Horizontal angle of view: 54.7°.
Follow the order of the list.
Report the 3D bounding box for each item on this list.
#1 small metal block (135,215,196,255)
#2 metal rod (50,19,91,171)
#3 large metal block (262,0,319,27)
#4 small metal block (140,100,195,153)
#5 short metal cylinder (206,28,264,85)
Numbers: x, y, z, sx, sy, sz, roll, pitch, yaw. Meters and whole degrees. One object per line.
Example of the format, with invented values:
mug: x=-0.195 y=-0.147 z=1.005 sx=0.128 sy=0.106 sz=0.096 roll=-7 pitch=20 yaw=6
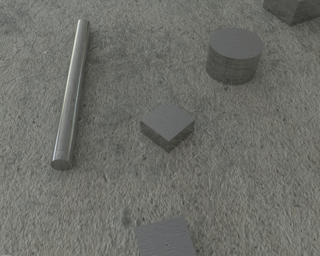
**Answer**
small metal block: x=0.006 y=0.120 z=0.303 sx=0.050 sy=0.025 sz=0.050 roll=-11 pitch=51 yaw=-9
metal rod: x=-0.127 y=-0.071 z=0.461 sx=0.025 sy=0.025 sz=0.300 roll=-3 pitch=50 yaw=-3
large metal block: x=0.261 y=-0.247 z=0.597 sx=0.081 sy=0.050 sz=0.080 roll=-22 pitch=53 yaw=-17
small metal block: x=0.010 y=-0.003 z=0.406 sx=0.050 sy=0.025 sz=0.050 roll=36 pitch=59 yaw=26
short metal cylinder: x=0.114 y=-0.112 z=0.482 sx=0.081 sy=0.050 sz=0.080 roll=0 pitch=50 yaw=0
